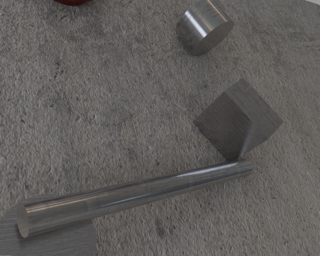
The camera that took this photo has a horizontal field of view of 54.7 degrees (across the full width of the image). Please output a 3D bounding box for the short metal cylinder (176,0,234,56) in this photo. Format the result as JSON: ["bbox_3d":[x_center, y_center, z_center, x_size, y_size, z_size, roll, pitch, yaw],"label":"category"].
[{"bbox_3d":[0.073,-0.164,0.508,0.081,0.080,0.050,-27,77,-37],"label":"short metal cylinder"}]

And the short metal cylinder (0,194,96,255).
[{"bbox_3d":[-0.102,0.104,0.270,0.081,0.050,0.080,14,56,-21],"label":"short metal cylinder"}]

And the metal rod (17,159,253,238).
[{"bbox_3d":[0.009,0.062,0.331,0.302,0.025,0.025,-3,63,-43],"label":"metal rod"}]

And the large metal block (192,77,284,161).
[{"bbox_3d":[0.106,-0.009,0.431,0.080,0.080,0.050,49,51,6],"label":"large metal block"}]

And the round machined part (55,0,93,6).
[{"bbox_3d":[-0.135,-0.220,0.454,0.099,0.042,0.098,14,56,-21],"label":"round machined part"}]
